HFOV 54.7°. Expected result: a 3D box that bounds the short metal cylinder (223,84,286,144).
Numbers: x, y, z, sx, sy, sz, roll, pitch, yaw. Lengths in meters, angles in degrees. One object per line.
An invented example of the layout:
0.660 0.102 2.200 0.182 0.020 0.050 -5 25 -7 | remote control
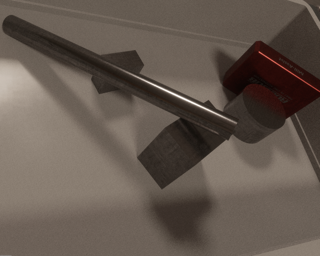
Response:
0.147 -0.022 0.485 0.081 0.050 0.080 14 56 -21 | short metal cylinder

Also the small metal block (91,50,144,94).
-0.056 -0.073 0.405 0.050 0.050 0.025 -19 72 -36 | small metal block

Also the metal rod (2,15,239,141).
-0.055 -0.063 0.354 0.301 0.025 0.025 26 50 12 | metal rod

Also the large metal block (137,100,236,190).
0.030 0.021 0.376 0.081 0.080 0.050 -32 80 -38 | large metal block

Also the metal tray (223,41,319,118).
0.183 -0.073 0.509 0.131 0.090 0.030 29 52 -10 | metal tray
